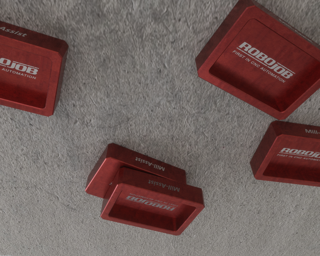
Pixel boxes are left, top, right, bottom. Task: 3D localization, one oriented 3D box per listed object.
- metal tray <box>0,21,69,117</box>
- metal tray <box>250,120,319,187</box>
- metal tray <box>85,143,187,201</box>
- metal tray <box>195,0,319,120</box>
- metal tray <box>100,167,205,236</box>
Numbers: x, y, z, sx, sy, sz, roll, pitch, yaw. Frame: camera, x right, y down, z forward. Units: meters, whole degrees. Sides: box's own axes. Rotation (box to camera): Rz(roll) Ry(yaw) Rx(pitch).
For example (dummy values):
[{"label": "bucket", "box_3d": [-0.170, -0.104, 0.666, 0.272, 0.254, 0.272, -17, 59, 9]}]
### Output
[{"label": "metal tray", "box_3d": [-0.176, -0.070, 0.342, 0.131, 0.030, 0.089, 15, 129, -13]}, {"label": "metal tray", "box_3d": [0.207, 0.040, 0.439, 0.131, 0.030, 0.089, 8, 130, -7]}, {"label": "metal tray", "box_3d": [-0.036, 0.082, 0.473, 0.131, 0.030, 0.089, 23, 126, -19]}, {"label": "metal tray", "box_3d": [0.117, -0.071, 0.344, 0.131, 0.030, 0.089, 24, 126, -20]}, {"label": "metal tray", "box_3d": [-0.012, 0.112, 0.458, 0.131, 0.030, 0.089, 18, 128, -15]}]
